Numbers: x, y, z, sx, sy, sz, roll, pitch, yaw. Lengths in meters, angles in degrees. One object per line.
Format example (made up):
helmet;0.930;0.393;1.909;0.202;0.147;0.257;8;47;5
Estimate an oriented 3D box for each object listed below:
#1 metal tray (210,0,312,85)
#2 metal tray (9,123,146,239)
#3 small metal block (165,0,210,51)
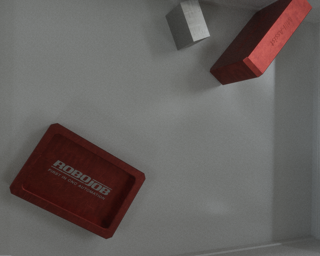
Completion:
metal tray;0.136;-0.121;0.427;0.030;0.090;0.130;43;76;-16
metal tray;-0.095;0.064;0.373;0.130;0.030;0.090;33;79;-17
small metal block;0.036;-0.136;0.411;0.025;0.050;0.050;-23;98;-19
